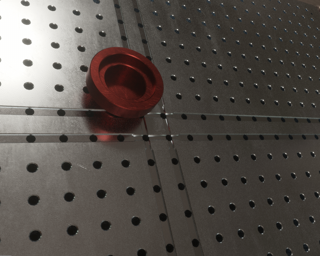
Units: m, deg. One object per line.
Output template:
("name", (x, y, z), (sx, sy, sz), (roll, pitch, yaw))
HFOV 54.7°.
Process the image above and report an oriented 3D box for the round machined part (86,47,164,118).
("round machined part", (-0.048, -0.055, 0.406), (0.099, 0.042, 0.098), (14, 56, -21))
